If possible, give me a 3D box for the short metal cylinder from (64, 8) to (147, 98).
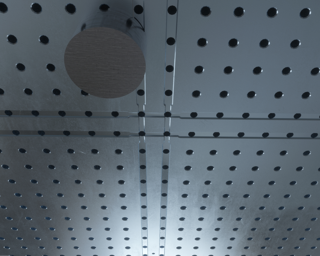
[{"bbox_3d":[-0.055,-0.078,0.328,0.081,0.050,0.079,0,130,0],"label":"short metal cylinder"}]
